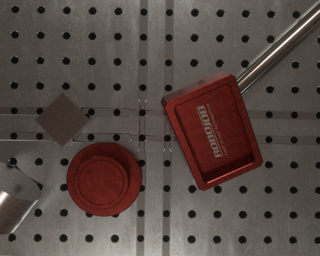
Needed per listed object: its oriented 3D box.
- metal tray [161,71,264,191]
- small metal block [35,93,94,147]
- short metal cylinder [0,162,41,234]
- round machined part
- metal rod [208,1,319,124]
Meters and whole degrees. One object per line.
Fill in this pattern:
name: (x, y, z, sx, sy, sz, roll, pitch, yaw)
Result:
metal tray: (0.067, 0.005, 0.391, 0.090, 0.030, 0.129, -24, 109, 0)
small metal block: (-0.126, -0.011, 0.412, 0.050, 0.025, 0.050, 45, 90, -1)
short metal cylinder: (-0.198, 0.084, 0.383, 0.080, 0.080, 0.050, 37, 90, -1)
round machined part: (-0.073, 0.067, 0.404, 0.099, 0.042, 0.097, 0, 90, -1)
metal rod: (0.171, -0.114, 0.415, 0.300, 0.025, 0.025, -42, 91, -1)
